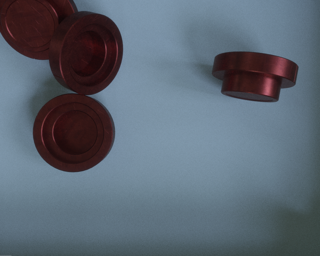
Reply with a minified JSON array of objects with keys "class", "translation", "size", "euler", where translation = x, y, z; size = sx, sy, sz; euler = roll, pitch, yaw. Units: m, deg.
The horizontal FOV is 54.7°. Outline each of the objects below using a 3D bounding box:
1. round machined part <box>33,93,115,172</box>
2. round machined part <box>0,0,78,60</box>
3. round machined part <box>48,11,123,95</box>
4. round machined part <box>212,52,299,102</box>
[{"class":"round machined part","translation":[-0.107,0.005,0.401],"size":[0.099,0.042,0.097],"euler":[0,92,0]},{"class":"round machined part","translation":[-0.153,-0.132,0.382],"size":[0.099,0.042,0.097],"euler":[-1,117,-1]},{"class":"round machined part","translation":[-0.095,-0.093,0.381],"size":[0.042,0.098,0.098],"euler":[24,90,31]},{"class":"round machined part","translation":[0.112,-0.058,0.376],"size":[0.099,0.098,0.042],"euler":[10,90,0]}]
